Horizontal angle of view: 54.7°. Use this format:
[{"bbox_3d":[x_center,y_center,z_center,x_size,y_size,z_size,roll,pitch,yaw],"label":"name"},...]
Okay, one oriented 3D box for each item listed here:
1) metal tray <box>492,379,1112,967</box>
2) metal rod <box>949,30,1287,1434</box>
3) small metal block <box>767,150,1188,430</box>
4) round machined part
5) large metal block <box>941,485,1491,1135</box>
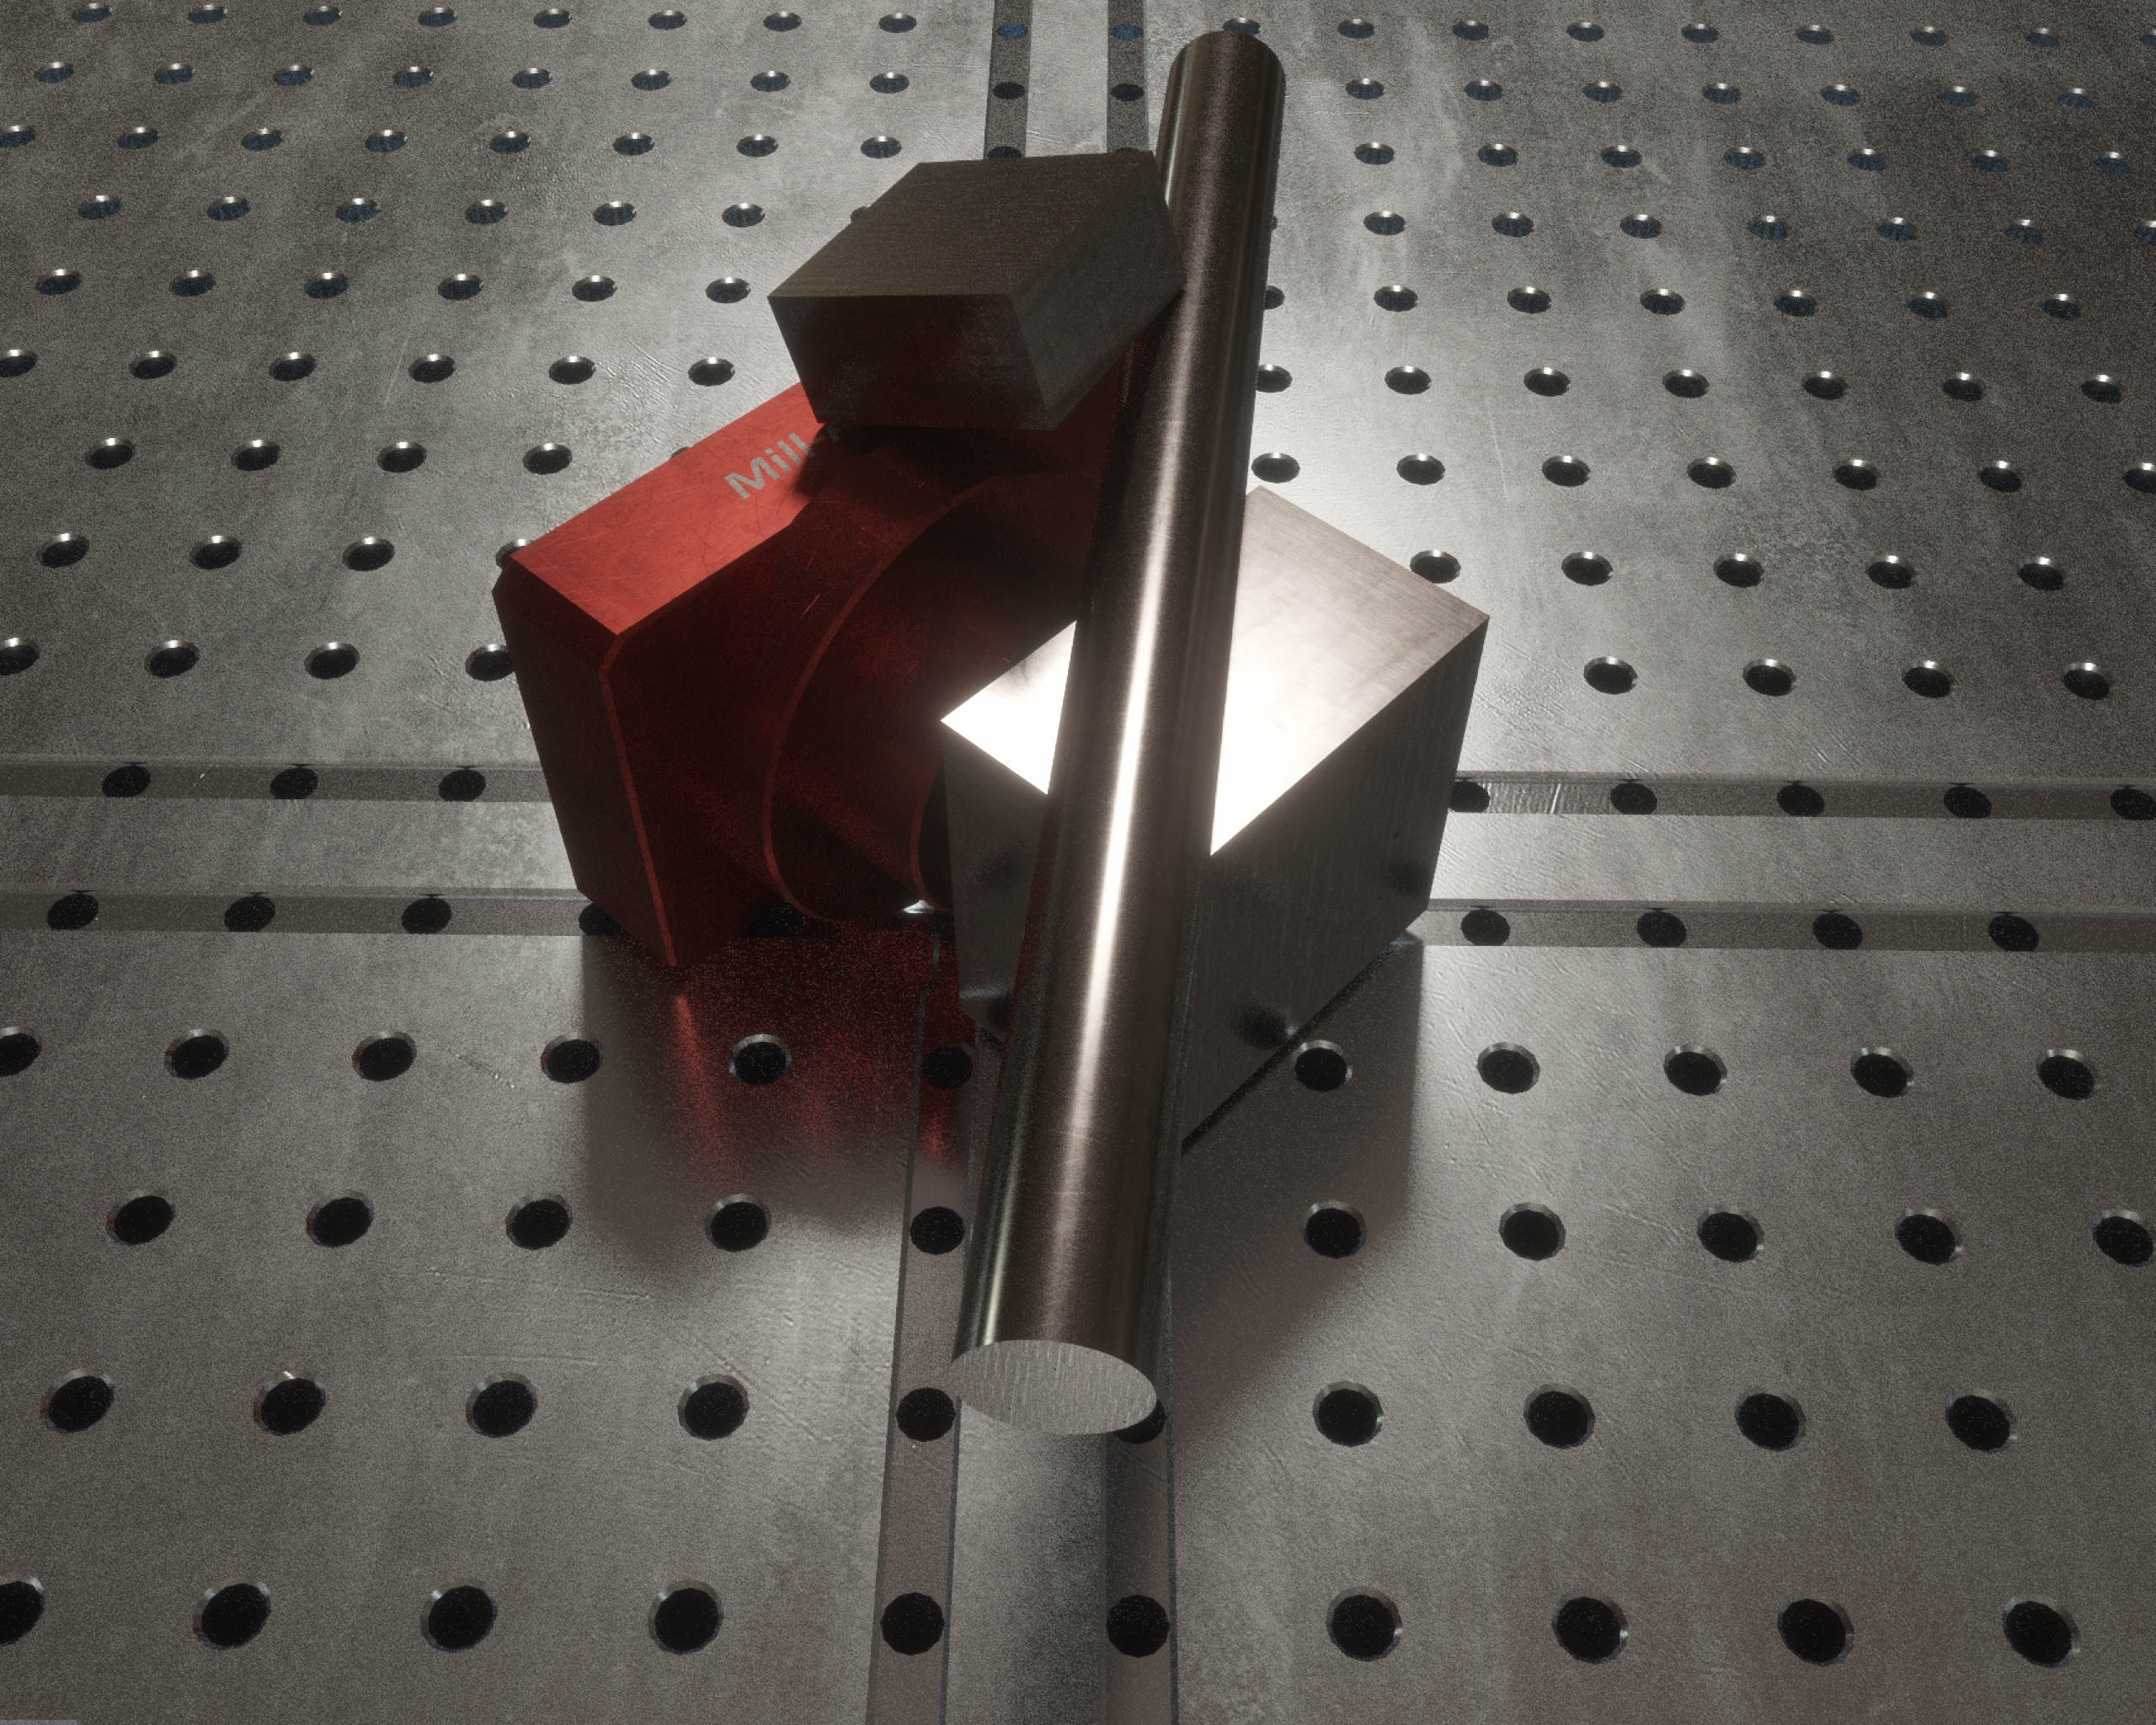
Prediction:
[{"bbox_3d":[-0.044,-0.049,0.406,0.030,0.089,0.131,36,58,26],"label":"metal tray"},{"bbox_3d":[0.014,-0.051,0.346,0.025,0.025,0.300,5,50,4],"label":"metal rod"},{"bbox_3d":[-0.017,-0.100,0.365,0.050,0.025,0.050,9,46,31],"label":"small metal block"},{"bbox_3d":[-0.021,-0.029,0.390,0.042,0.097,0.099,35,58,25],"label":"round machined part"},{"bbox_3d":[0.024,-0.007,0.374,0.050,0.080,0.080,35,58,25],"label":"large metal block"}]
